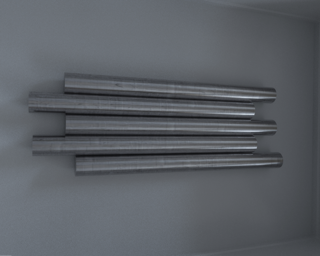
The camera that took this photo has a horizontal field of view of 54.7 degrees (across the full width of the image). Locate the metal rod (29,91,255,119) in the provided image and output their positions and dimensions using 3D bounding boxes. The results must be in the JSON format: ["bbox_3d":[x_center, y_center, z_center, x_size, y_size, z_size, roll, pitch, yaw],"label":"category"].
[{"bbox_3d":[-0.008,-0.028,0.407,0.303,0.025,0.025,1,90,-21],"label":"metal rod"}]

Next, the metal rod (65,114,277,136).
[{"bbox_3d":[0.029,-0.002,0.421,0.303,0.025,0.025,1,90,-21],"label":"metal rod"}]

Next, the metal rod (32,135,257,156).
[{"bbox_3d":[-0.004,0.022,0.408,0.303,0.025,0.025,1,90,-21],"label":"metal rod"}]

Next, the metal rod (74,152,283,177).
[{"bbox_3d":[0.040,0.048,0.425,0.303,0.025,0.025,1,90,-21],"label":"metal rod"}]

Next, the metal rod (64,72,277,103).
[{"bbox_3d":[0.028,-0.052,0.420,0.303,0.025,0.025,1,90,-21],"label":"metal rod"}]
